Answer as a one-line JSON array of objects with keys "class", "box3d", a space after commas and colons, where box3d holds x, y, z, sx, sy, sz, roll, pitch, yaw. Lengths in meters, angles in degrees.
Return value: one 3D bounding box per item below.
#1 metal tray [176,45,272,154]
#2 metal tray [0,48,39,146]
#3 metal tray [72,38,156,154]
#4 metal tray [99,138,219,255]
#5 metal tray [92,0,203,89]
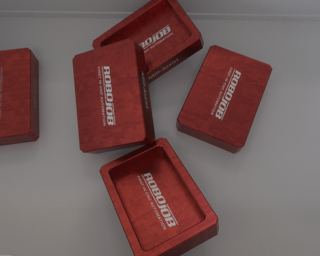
[{"class": "metal tray", "box3d": [0.088, -0.041, 0.423, 0.090, 0.030, 0.130, 23, 71, 8]}, {"class": "metal tray", "box3d": [-0.216, -0.042, 0.421, 0.091, 0.030, 0.130, -8, 70, -3]}, {"class": "metal tray", "box3d": [-0.060, -0.038, 0.393, 0.090, 0.030, 0.129, -12, 78, 19]}, {"class": "metal tray", "box3d": [-0.005, 0.080, 0.352, 0.090, 0.030, 0.130, -26, 50, -9]}, {"class": "metal tray", "box3d": [-0.018, -0.116, 0.429, 0.130, 0.030, 0.090, -33, 73, 6]}]
